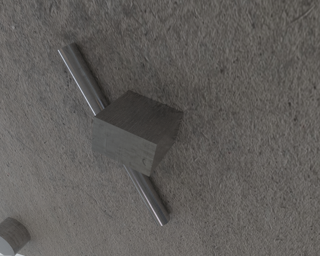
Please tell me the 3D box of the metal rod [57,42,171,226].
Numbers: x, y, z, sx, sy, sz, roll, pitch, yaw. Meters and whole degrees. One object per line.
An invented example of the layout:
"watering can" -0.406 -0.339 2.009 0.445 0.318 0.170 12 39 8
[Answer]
"metal rod" -0.059 0.021 0.450 0.025 0.025 0.299 -15 111 34

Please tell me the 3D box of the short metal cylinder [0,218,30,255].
"short metal cylinder" -0.362 0.263 0.744 0.080 0.050 0.079 13 124 21

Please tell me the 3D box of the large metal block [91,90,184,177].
"large metal block" -0.027 0.003 0.387 0.080 0.080 0.050 23 127 14
